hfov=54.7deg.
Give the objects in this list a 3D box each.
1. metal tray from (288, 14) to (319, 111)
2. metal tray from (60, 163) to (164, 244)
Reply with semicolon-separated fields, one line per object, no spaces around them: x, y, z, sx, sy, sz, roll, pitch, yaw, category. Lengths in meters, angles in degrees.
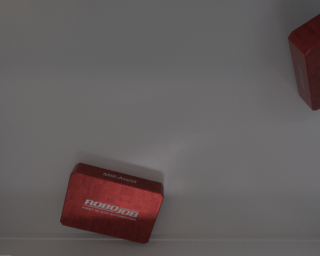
0.198;-0.080;0.342;0.090;0.030;0.130;-33;145;12;metal tray
-0.069;0.110;0.448;0.131;0.030;0.089;15;109;-6;metal tray
